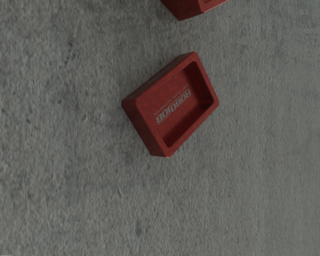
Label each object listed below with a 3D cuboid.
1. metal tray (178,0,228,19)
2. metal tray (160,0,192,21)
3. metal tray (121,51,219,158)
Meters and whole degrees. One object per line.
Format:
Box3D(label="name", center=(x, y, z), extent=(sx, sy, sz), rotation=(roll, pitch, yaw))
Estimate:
Box3D(label="metal tray", center=(0.069, -0.214, 0.420), extent=(0.131, 0.030, 0.090), rotation=(-38, 113, -34))
Box3D(label="metal tray", center=(0.014, -0.222, 0.414), extent=(0.130, 0.030, 0.090), rotation=(36, 68, -34))
Box3D(label="metal tray", center=(0.020, -0.033, 0.420), extent=(0.131, 0.030, 0.090), rotation=(-44, 117, -31))
